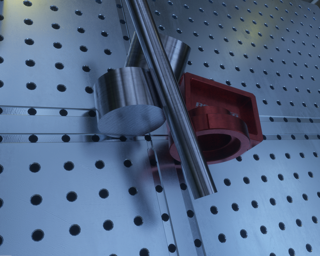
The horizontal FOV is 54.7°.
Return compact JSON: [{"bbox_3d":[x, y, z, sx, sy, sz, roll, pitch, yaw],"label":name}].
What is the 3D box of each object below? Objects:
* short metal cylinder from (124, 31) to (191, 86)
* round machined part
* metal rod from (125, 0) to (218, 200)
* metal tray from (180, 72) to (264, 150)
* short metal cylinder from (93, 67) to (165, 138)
[{"bbox_3d":[-0.003,-0.092,0.418,0.081,0.080,0.050,16,92,-19],"label":"short metal cylinder"},{"bbox_3d":[0.059,0.007,0.389,0.099,0.097,0.042,11,57,-22],"label":"round machined part"},{"bbox_3d":[0.001,-0.068,0.353,0.025,0.025,0.299,-9,72,-32],"label":"metal rod"},{"bbox_3d":[0.088,-0.025,0.466,0.131,0.030,0.090,14,56,-21],"label":"metal tray"},{"bbox_3d":[-0.036,-0.028,0.370,0.081,0.080,0.050,2,61,-27],"label":"short metal cylinder"}]
